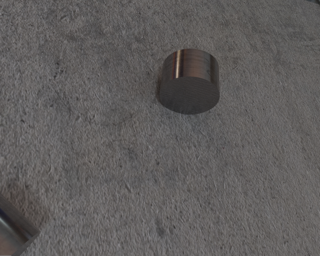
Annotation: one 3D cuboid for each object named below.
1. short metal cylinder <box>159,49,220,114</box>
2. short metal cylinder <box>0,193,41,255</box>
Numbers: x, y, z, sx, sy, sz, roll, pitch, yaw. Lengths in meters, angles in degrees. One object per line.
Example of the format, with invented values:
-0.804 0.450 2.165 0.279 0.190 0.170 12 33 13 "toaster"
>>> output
0.041 -0.062 0.429 0.081 0.080 0.050 18 55 -18 "short metal cylinder"
-0.141 0.093 0.236 0.050 0.080 0.080 44 51 2 "short metal cylinder"
